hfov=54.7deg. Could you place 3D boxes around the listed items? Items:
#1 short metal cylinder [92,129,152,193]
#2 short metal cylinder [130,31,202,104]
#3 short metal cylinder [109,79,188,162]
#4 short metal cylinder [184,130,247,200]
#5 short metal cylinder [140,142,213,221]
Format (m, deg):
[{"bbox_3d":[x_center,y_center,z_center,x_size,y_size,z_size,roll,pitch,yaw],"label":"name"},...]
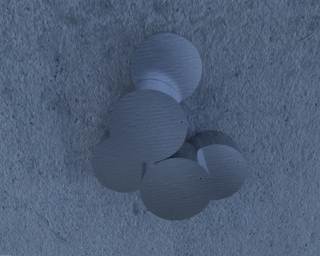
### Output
[{"bbox_3d":[-0.045,0.038,0.411,0.081,0.050,0.079,0,110,0],"label":"short metal cylinder"},{"bbox_3d":[0.007,-0.074,0.371,0.081,0.050,0.079,0,110,0],"label":"short metal cylinder"},{"bbox_3d":[-0.012,-0.009,0.340,0.080,0.050,0.079,0,110,0],"label":"short metal cylinder"},{"bbox_3d":[0.070,0.049,0.416,0.081,0.050,0.079,0,110,0],"label":"short metal cylinder"},{"bbox_3d":[0.018,0.060,0.366,0.081,0.050,0.079,0,110,-1],"label":"short metal cylinder"}]
